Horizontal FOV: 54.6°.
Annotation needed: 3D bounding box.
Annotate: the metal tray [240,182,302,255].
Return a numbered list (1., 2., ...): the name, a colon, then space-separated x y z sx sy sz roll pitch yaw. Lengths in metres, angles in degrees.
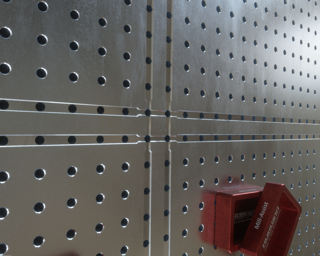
1. metal tray: 0.191 0.169 0.525 0.090 0.030 0.130 46 63 -30

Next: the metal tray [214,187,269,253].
1. metal tray: 0.148 0.151 0.528 0.131 0.030 0.090 4 88 -40
